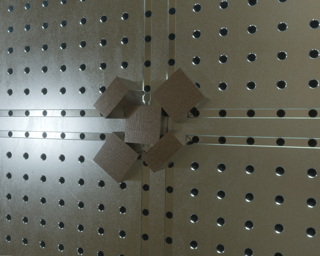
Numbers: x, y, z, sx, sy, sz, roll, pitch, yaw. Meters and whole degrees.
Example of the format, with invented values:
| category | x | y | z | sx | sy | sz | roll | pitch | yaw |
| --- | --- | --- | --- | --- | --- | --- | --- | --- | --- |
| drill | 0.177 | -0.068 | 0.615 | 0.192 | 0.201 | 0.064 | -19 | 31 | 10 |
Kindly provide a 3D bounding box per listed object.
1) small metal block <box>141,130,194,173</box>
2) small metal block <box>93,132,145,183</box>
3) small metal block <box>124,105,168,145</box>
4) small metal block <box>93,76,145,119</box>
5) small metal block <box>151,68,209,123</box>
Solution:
| category | x | y | z | sx | sy | sz | roll | pitch | yaw |
| --- | --- | --- | --- | --- | --- | --- | --- | --- | --- |
| small metal block | 0.011 | 0.028 | 0.396 | 0.050 | 0.050 | 0.025 | -44 | 76 | 15 |
| small metal block | -0.056 | 0.040 | 0.433 | 0.050 | 0.025 | 0.050 | 40 | 102 | 15 |
| small metal block | -0.018 | -0.004 | 0.419 | 0.050 | 0.025 | 0.050 | 4 | 90 | 21 |
| small metal block | -0.054 | -0.039 | 0.418 | 0.025 | 0.050 | 0.050 | 45 | 105 | 14 |
| small metal block | 0.026 | -0.041 | 0.403 | 0.050 | 0.025 | 0.050 | -42 | 77 | 15 |
